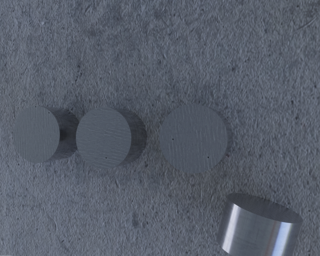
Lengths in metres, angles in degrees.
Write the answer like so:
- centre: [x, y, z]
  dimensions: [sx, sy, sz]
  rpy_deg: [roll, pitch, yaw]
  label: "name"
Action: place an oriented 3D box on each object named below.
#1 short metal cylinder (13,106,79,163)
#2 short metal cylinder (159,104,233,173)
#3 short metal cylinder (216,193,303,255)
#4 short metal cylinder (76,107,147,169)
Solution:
- centre: [-0.164, 0.009, 0.454]
  dimensions: [0.080, 0.050, 0.080]
  rpy_deg: [0, 90, 20]
  label: "short metal cylinder"
- centre: [0.046, 0.012, 0.379]
  dimensions: [0.080, 0.050, 0.080]
  rpy_deg: [0, 90, 20]
  label: "short metal cylinder"
- centre: [0.108, 0.110, 0.341]
  dimensions: [0.080, 0.080, 0.050]
  rpy_deg: [15, 95, 19]
  label: "short metal cylinder"
- centre: [-0.064, 0.013, 0.418]
  dimensions: [0.080, 0.050, 0.080]
  rpy_deg: [0, 90, 20]
  label: "short metal cylinder"
